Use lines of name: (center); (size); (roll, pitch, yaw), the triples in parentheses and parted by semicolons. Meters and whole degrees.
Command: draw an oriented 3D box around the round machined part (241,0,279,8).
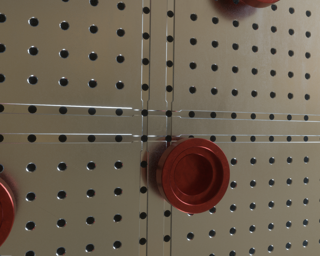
round machined part: (0.141, -0.225, 0.455); (0.099, 0.042, 0.097); (0, 90, -20)

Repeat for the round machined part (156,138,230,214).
round machined part: (0.041, 0.061, 0.419); (0.099, 0.042, 0.097); (0, 90, -20)

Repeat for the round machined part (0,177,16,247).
round machined part: (-0.206, 0.090, 0.328); (0.099, 0.042, 0.097); (0, 90, -20)
